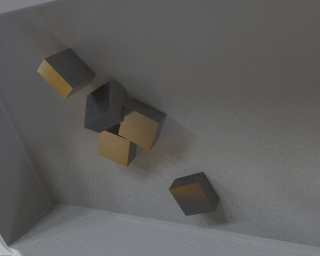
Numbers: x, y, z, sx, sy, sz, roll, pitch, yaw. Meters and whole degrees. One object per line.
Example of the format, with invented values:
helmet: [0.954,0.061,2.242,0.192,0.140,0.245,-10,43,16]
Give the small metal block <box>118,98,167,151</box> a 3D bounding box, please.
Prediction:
small metal block: [-0.024,-0.004,0.419,0.050,0.025,0.050,27,128,11]

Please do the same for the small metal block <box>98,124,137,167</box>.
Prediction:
small metal block: [-0.062,0.023,0.456,0.050,0.025,0.050,21,127,15]

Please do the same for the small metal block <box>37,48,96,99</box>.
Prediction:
small metal block: [-0.123,-0.073,0.412,0.050,0.050,0.025,47,129,-5]

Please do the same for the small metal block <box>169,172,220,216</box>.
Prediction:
small metal block: [0.049,0.095,0.441,0.050,0.025,0.050,-22,107,36]

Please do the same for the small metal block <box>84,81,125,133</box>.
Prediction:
small metal block: [-0.074,-0.027,0.412,0.050,0.050,0.025,-24,146,36]
